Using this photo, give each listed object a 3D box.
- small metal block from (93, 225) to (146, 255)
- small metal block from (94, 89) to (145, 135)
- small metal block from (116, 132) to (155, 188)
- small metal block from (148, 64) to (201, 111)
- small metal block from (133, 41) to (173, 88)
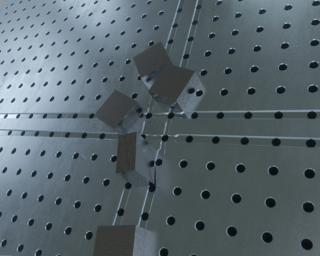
[{"bbox_3d":[-0.046,0.137,0.347,0.050,0.025,0.050,-9,58,23],"label":"small metal block"},{"bbox_3d":[-0.059,-0.022,0.451,0.050,0.025,0.050,31,78,37],"label":"small metal block"},{"bbox_3d":[-0.029,0.040,0.382,0.025,0.050,0.050,-14,56,21],"label":"small metal block"},{"bbox_3d":[0.021,-0.058,0.432,0.050,0.025,0.050,23,74,36],"label":"small metal block"},{"bbox_3d":[-0.008,-0.096,0.470,0.050,0.025,0.050,-28,52,10],"label":"small metal block"}]
